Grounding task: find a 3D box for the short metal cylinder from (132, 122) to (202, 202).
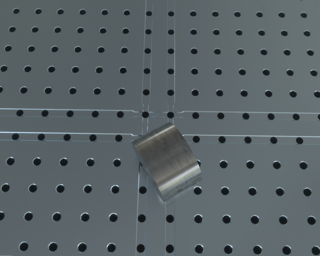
[{"bbox_3d":[0.007,0.040,0.368,0.050,0.080,0.080,-28,73,-10],"label":"short metal cylinder"}]
